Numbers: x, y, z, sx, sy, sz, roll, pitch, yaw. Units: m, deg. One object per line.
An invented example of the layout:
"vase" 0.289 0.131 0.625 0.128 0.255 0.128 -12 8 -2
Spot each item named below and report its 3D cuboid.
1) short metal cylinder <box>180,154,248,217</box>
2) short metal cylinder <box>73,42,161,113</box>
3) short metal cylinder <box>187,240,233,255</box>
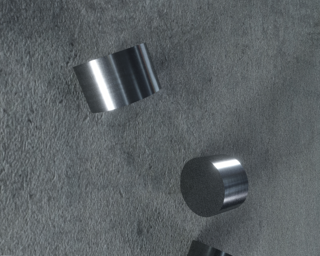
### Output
"short metal cylinder" 0.074 0.078 0.431 0.050 0.080 0.079 -3 92 -40
"short metal cylinder" -0.045 -0.054 0.331 0.081 0.080 0.050 -30 109 -36
"short metal cylinder" 0.075 0.197 0.432 0.080 0.080 0.050 37 68 -34
